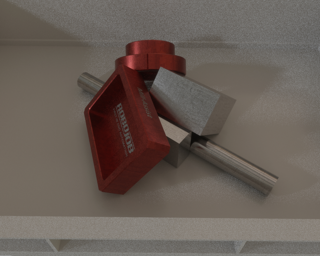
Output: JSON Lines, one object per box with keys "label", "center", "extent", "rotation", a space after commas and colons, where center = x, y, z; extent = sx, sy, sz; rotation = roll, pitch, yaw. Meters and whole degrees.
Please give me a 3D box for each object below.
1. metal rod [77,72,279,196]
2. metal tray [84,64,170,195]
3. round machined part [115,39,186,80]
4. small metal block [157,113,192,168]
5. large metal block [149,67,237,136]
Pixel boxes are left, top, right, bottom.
{"label": "metal rod", "center": [0.007, -0.003, 0.405], "extent": [0.300, 0.025, 0.025], "rotation": [30, 56, 22]}
{"label": "metal tray", "center": [-0.045, 0.000, 0.363], "extent": [0.030, 0.090, 0.130], "rotation": [19, 37, -40]}
{"label": "round machined part", "center": [-0.013, -0.094, 0.432], "extent": [0.099, 0.098, 0.042], "rotation": [-1, 91, -2]}
{"label": "small metal block", "center": [0.009, 0.014, 0.375], "extent": [0.050, 0.050, 0.025], "rotation": [31, 57, 23]}
{"label": "large metal block", "center": [0.040, -0.032, 0.389], "extent": [0.080, 0.050, 0.080], "rotation": [30, 13, 22]}
